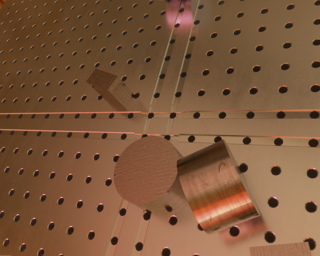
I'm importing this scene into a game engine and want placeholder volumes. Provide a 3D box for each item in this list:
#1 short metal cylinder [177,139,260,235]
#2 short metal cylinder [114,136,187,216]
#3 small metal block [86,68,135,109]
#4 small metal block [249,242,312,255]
[{"bbox_3d":[0.058,0.058,0.307,0.050,0.080,0.080,-26,53,12],"label":"short metal cylinder"},{"bbox_3d":[-0.006,0.056,0.361,0.080,0.050,0.080,-13,56,21],"label":"short metal cylinder"},{"bbox_3d":[-0.074,-0.060,0.468,0.050,0.050,0.025,24,75,36],"label":"small metal block"},{"bbox_3d":[0.110,0.130,0.271,0.050,0.025,0.050,-14,56,20],"label":"small metal block"}]
